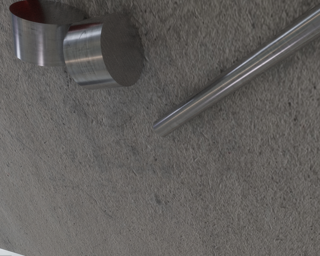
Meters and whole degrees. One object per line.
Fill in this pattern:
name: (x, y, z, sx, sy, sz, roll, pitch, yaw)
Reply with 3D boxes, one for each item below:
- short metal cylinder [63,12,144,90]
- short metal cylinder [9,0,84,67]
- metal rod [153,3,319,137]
short metal cylinder: (-0.061, -0.085, 0.351, 0.050, 0.080, 0.080, -1, 118, 29)
short metal cylinder: (-0.134, -0.115, 0.371, 0.080, 0.080, 0.050, 24, 127, 13)
metal rod: (0.098, -0.066, 0.314, 0.299, 0.025, 0.025, -34, 99, 38)
